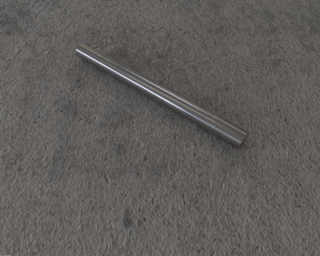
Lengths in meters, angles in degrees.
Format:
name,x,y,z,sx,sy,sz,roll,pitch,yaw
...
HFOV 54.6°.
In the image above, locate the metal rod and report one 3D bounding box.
name,x,y,z,sx,sy,sz,roll,pitch,yaw
metal rod,-0.011,-0.056,0.450,0.300,0.025,0.025,32,57,24
